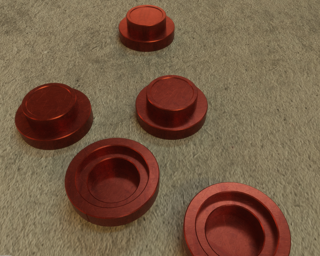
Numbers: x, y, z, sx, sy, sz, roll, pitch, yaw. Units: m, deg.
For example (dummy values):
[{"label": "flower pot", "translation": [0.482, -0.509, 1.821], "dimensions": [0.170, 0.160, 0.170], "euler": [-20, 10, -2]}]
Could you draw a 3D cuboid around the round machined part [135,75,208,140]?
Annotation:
[{"label": "round machined part", "translation": [0.016, -0.035, 0.421], "dimensions": [0.099, 0.042, 0.098], "euler": [0, 50, 0]}]

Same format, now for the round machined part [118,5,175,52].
[{"label": "round machined part", "translation": [-0.024, -0.180, 0.543], "dimensions": [0.099, 0.042, 0.098], "euler": [0, 50, 0]}]

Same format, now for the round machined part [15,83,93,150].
[{"label": "round machined part", "translation": [-0.141, -0.022, 0.410], "dimensions": [0.099, 0.042, 0.098], "euler": [0, 50, 0]}]

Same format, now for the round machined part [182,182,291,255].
[{"label": "round machined part", "translation": [0.071, 0.106, 0.303], "dimensions": [0.099, 0.042, 0.098], "euler": [0, 50, 0]}]

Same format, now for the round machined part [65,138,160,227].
[{"label": "round machined part", "translation": [-0.050, 0.062, 0.340], "dimensions": [0.099, 0.042, 0.098], "euler": [0, 50, 0]}]
